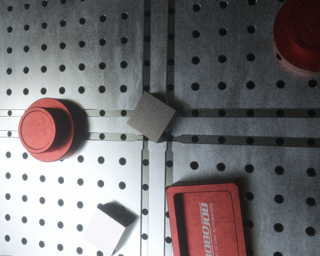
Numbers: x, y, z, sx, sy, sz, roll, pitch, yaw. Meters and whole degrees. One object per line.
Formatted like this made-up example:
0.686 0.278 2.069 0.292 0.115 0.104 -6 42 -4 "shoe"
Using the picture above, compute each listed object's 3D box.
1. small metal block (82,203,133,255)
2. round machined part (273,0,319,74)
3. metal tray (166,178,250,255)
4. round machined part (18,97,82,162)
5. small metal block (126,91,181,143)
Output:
-0.074 0.144 0.439 0.050 0.025 0.050 30 100 17 "small metal block"
0.177 -0.111 0.341 0.098 0.042 0.097 0 90 20 "round machined part"
0.061 0.132 0.388 0.090 0.030 0.129 -7 88 19 "metal tray"
-0.170 0.003 0.464 0.098 0.042 0.097 0 90 20 "round machined part"
-0.008 -0.014 0.415 0.050 0.025 0.050 34 101 16 "small metal block"
